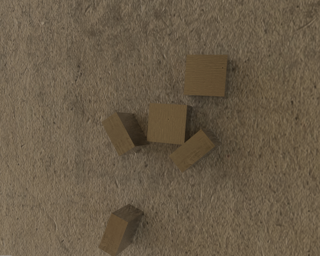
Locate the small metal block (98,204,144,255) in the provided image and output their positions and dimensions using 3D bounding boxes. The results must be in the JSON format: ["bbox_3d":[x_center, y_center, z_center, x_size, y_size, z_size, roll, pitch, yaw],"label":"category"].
[{"bbox_3d":[-0.050,0.135,0.413,0.025,0.050,0.050,24,98,18],"label":"small metal block"}]

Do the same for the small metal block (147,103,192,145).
[{"bbox_3d":[0.013,-0.006,0.404,0.050,0.025,0.050,5,92,20],"label":"small metal block"}]

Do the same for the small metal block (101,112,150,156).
[{"bbox_3d":[-0.044,0.007,0.411,0.025,0.050,0.050,-32,80,17],"label":"small metal block"}]

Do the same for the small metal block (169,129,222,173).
[{"bbox_3d":[0.045,0.026,0.380,0.050,0.050,0.025,-41,77,15],"label":"small metal block"}]

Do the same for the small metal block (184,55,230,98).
[{"bbox_3d":[0.059,-0.064,0.388,0.050,0.025,0.050,5,92,20],"label":"small metal block"}]
